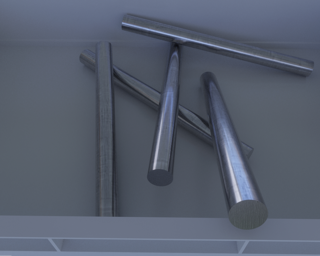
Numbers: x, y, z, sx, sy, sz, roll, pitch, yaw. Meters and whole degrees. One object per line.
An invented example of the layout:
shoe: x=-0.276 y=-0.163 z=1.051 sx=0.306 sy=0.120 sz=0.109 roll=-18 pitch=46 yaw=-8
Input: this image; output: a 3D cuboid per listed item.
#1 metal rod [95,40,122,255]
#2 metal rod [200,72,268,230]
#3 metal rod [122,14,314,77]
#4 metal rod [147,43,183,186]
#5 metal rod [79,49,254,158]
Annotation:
metal rod: x=-0.068 y=-0.001 z=0.387 sx=0.025 sy=0.025 sz=0.299 roll=-5 pitch=56 yaw=-4
metal rod: x=0.065 y=-0.009 z=0.334 sx=0.025 sy=0.025 sz=0.300 roll=3 pitch=26 yaw=2
metal rod: x=0.089 y=-0.130 z=0.488 sx=0.302 sy=0.025 sz=0.025 roll=15 pitch=51 yaw=1
metal rod: x=0.014 y=-0.048 z=0.411 sx=0.025 sy=0.025 sz=0.300 roll=4 pitch=40 yaw=3
metal rod: x=-0.007 y=-0.040 z=0.438 sx=0.300 sy=0.025 sz=0.025 roll=34 pitch=58 yaw=25
